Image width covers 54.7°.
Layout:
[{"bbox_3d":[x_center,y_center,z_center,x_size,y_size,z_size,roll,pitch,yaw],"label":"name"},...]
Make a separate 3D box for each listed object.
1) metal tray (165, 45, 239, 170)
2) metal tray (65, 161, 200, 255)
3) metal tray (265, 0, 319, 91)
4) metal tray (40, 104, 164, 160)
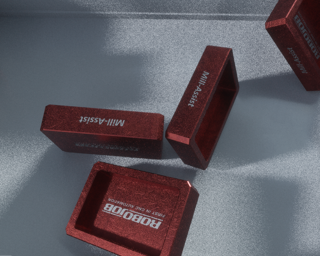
[{"bbox_3d":[0.058,-0.024,0.381,0.030,0.090,0.130,16,69,27],"label":"metal tray"},{"bbox_3d":[-0.032,0.093,0.342,0.130,0.030,0.090,8,66,30],"label":"metal tray"},{"bbox_3d":[0.201,-0.123,0.413,0.130,0.030,0.090,42,71,-29],"label":"metal tray"},{"bbox_3d":[-0.062,0.008,0.371,0.131,0.090,0.030,5,70,1],"label":"metal tray"}]
